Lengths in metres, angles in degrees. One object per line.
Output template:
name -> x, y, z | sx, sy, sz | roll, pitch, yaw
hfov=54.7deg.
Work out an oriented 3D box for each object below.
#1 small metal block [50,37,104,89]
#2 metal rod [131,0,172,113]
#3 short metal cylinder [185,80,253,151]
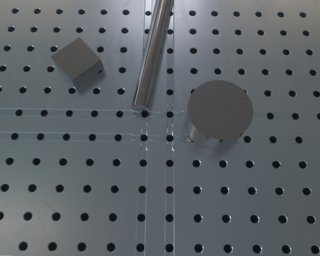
small metal block -> -0.118, -0.094, 0.445 | 0.050, 0.025, 0.050 | -40, 75, -13
metal rod -> 0.000, -0.164, 0.471 | 0.025, 0.025, 0.299 | 10, 70, 3
short metal cylinder -> 0.074, -0.015, 0.404 | 0.081, 0.050, 0.080 | 0, 70, 0
